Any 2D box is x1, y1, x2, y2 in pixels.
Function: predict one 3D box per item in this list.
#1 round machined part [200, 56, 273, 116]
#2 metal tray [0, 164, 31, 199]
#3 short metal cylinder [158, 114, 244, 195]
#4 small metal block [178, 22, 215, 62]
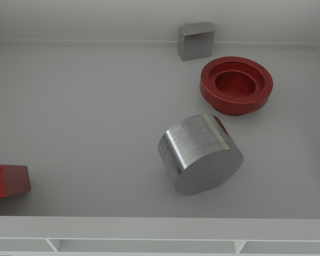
[{"bbox_3d":[0.106,-0.056,0.442,0.099,0.042,0.098,0,50,0],"label":"round machined part"},{"bbox_3d":[-0.208,0.064,0.305,0.131,0.090,0.030,-10,84,-9],"label":"metal tray"},{"bbox_3d":[0.044,0.030,0.344,0.081,0.080,0.050,-16,52,-14],"label":"short metal cylinder"},{"bbox_3d":[0.058,-0.141,0.508,0.050,0.050,0.025,-13,51,-11],"label":"small metal block"}]
